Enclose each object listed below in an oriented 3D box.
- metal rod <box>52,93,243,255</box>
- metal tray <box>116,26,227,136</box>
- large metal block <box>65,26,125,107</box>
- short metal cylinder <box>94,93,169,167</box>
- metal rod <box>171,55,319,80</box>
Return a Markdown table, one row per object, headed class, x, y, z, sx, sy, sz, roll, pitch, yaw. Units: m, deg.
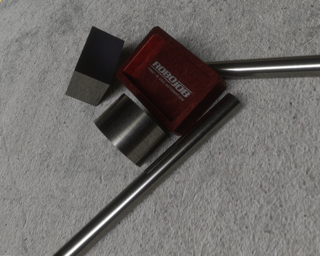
| class | x | y | z | sx | sy | sz | roll | pitch | yaw |
| --- | --- | --- | --- | --- | --- | --- | --- | --- | --- |
| metal rod | -0.019 | 0.068 | 0.370 | 0.300 | 0.025 | 0.025 | -43 | 51 | -2 |
| metal tray | 0.010 | -0.064 | 0.408 | 0.090 | 0.030 | 0.130 | -48 | 60 | 9 |
| large metal block | -0.099 | -0.090 | 0.468 | 0.080 | 0.050 | 0.080 | -37 | 35 | 59 |
| short metal cylinder | -0.035 | 0.003 | 0.384 | 0.050 | 0.080 | 0.080 | -45 | 51 | -3 |
| metal rod | 0.112 | -0.074 | 0.390 | 0.300 | 0.025 | 0.025 | 3 | 63 | 29 |
